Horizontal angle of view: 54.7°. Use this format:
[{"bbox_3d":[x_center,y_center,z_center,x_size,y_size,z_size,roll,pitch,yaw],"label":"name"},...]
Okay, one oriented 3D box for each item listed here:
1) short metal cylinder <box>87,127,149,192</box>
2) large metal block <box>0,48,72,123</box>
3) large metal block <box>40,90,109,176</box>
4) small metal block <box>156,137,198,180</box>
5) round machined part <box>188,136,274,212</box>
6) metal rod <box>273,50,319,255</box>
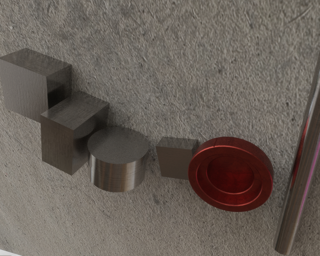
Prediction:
[{"bbox_3d":[-0.058,0.042,0.426,0.080,0.080,0.050,19,126,16],"label":"short metal cylinder"},{"bbox_3d":[-0.176,-0.059,0.444,0.080,0.050,0.079,21,126,15],"label":"large metal block"},{"bbox_3d":[-0.118,0.005,0.435,0.050,0.080,0.079,24,127,13],"label":"large metal block"},{"bbox_3d":[0.026,0.041,0.417,0.050,0.025,0.050,4,120,26],"label":"small metal block"},{"bbox_3d":[0.087,0.052,0.378,0.098,0.042,0.097,11,123,17],"label":"round machined part"},{"bbox_3d":[0.162,0.033,0.341,0.025,0.025,0.298,12,124,21],"label":"metal rod"}]
